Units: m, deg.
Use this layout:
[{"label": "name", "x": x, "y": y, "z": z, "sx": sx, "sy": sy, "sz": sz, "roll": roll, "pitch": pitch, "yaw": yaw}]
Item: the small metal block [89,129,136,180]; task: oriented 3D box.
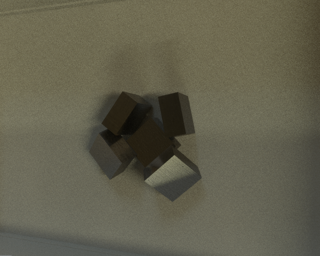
[{"label": "small metal block", "x": -0.065, "y": 0.034, "z": 0.418, "sx": 0.050, "sy": 0.025, "sz": 0.050, "roll": 51, "pitch": 138, "yaw": 12}]

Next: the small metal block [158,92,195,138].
[{"label": "small metal block", "x": 0.022, "y": -0.015, "z": 0.386, "sx": 0.025, "sy": 0.050, "sz": 0.050, "roll": -12, "pitch": 86, "yaw": 18}]

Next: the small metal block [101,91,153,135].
[{"label": "small metal block", "x": -0.042, "y": -0.018, "z": 0.409, "sx": 0.025, "sy": 0.050, "sz": 0.050, "roll": 38, "pitch": 102, "yaw": 16}]

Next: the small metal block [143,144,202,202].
[{"label": "small metal block", "x": 0.015, "y": 0.057, "z": 0.389, "sx": 0.050, "sy": 0.025, "sz": 0.050, "roll": -43, "pitch": 114, "yaw": 14}]

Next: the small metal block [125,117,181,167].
[{"label": "small metal block", "x": -0.009, "y": 0.021, "z": 0.410, "sx": 0.050, "sy": 0.025, "sz": 0.050, "roll": -44, "pitch": 77, "yaw": 14}]
